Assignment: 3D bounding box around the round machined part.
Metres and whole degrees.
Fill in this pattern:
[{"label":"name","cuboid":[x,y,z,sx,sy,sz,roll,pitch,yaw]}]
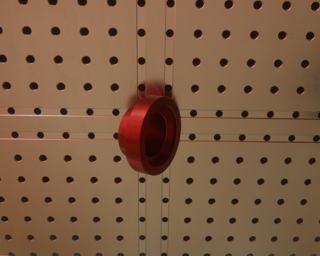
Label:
[{"label":"round machined part","cuboid":[-0.015,0.007,0.386,0.042,0.099,0.097,10,114,30]}]
